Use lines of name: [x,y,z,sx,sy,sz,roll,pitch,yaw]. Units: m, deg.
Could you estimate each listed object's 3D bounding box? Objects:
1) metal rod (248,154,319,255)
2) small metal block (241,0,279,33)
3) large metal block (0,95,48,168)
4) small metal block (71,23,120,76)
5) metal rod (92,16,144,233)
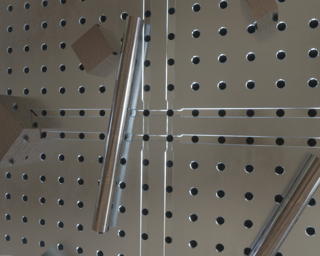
metal rod: [0.114,0.166,0.372,0.025,0.025,0.299,30,100,17]
small metal block: [0.113,-0.145,0.359,0.025,0.050,0.050,-28,81,18]
large metal block: [-0.239,0.004,0.484,0.080,0.050,0.080,43,103,15]
small metal block: [-0.091,-0.111,0.445,0.050,0.025,0.050,-35,79,16]
metal rod: [-0.059,-0.003,0.433,0.025,0.025,0.298,11,94,19]
